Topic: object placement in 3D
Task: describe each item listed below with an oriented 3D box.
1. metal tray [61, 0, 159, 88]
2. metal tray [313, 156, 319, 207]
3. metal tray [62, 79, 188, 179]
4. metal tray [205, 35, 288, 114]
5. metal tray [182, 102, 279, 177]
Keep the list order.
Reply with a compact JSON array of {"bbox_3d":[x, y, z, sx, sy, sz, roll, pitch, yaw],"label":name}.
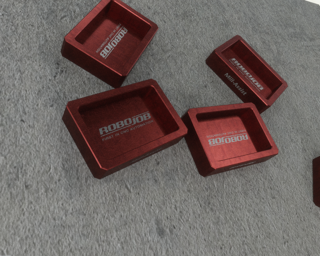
[{"bbox_3d":[-0.067,-0.127,0.441,0.090,0.030,0.130,32,52,-8],"label":"metal tray"},{"bbox_3d":[0.309,0.107,0.501,0.131,0.030,0.090,28,52,-10],"label":"metal tray"},{"bbox_3d":[-0.039,-0.004,0.381,0.131,0.030,0.090,-22,74,-36],"label":"metal tray"},{"bbox_3d":[0.152,-0.095,0.539,0.130,0.030,0.091,47,51,5],"label":"metal tray"},{"bbox_3d":[0.100,0.012,0.446,0.131,0.030,0.090,-8,66,-32],"label":"metal tray"}]
